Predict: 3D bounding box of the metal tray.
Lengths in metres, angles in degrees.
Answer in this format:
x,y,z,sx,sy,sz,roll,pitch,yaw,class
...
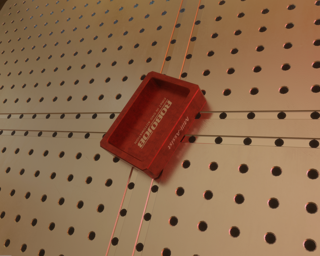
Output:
x,y,z,sx,sy,sz,roll,pitch,yaw,class
-0.010,-0.009,0.416,0.090,0.030,0.130,24,75,36,metal tray
